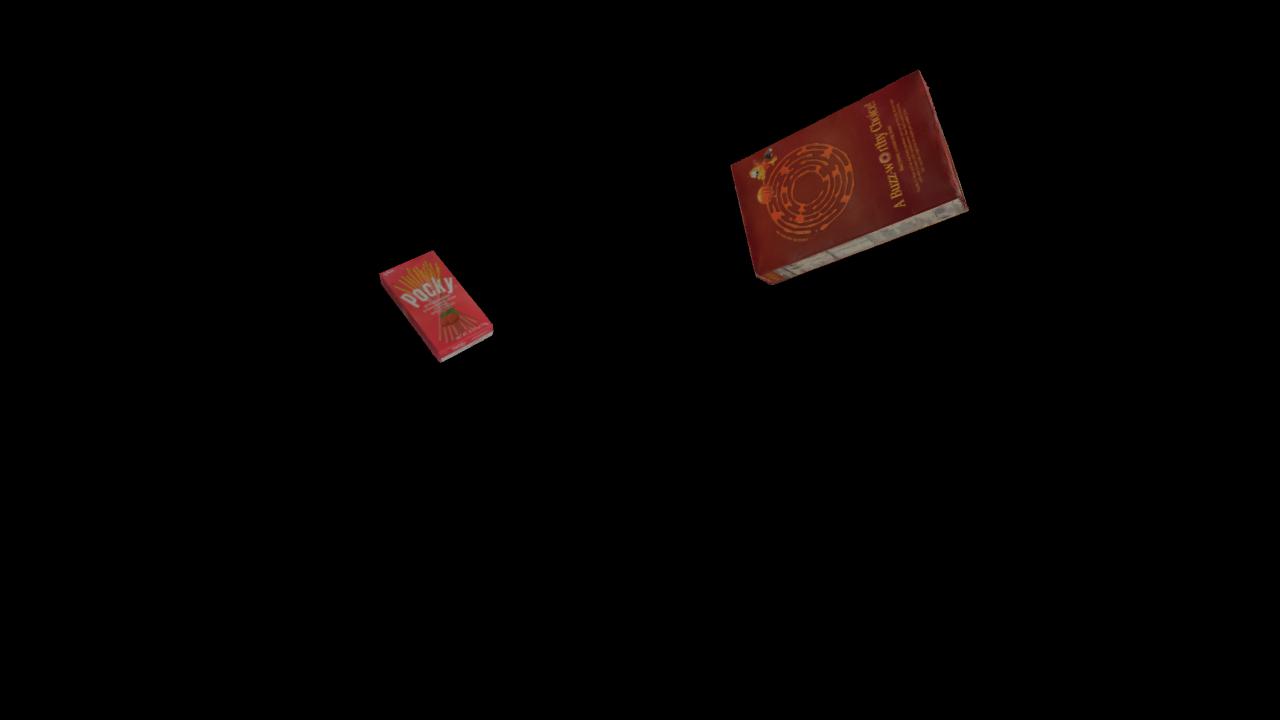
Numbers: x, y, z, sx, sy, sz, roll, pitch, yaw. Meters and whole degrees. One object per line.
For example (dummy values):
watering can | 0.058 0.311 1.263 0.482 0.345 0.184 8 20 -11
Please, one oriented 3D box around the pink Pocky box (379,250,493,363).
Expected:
pink Pocky box | -0.279 -0.077 0.843 0.084 0.155 0.029 -32 -18 -28

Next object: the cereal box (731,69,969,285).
cereal box | 0.300 -0.261 0.929 0.306 0.203 0.081 -20 -17 34
